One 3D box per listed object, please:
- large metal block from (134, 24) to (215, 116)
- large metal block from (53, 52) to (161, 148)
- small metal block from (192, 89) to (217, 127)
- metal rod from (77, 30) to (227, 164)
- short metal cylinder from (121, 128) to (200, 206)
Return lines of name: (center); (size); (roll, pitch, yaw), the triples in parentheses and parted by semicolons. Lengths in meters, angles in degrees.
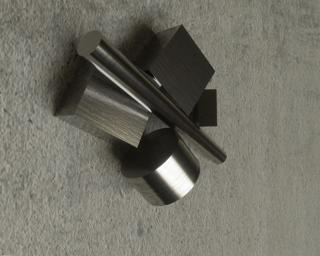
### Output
large metal block: (0.015, -0.071, 0.399); (0.080, 0.050, 0.080); (47, 62, -30)
large metal block: (-0.056, -0.032, 0.343); (0.080, 0.050, 0.080); (31, 71, -36)
small metal block: (0.062, -0.027, 0.438); (0.025, 0.050, 0.050); (-1, 92, -4)
metal rod: (0.017, -0.012, 0.367); (0.301, 0.025, 0.025); (37, 66, -51)
short metal cylinder: (0.001, 0.045, 0.370); (0.080, 0.080, 0.050); (-51, 121, -27)
